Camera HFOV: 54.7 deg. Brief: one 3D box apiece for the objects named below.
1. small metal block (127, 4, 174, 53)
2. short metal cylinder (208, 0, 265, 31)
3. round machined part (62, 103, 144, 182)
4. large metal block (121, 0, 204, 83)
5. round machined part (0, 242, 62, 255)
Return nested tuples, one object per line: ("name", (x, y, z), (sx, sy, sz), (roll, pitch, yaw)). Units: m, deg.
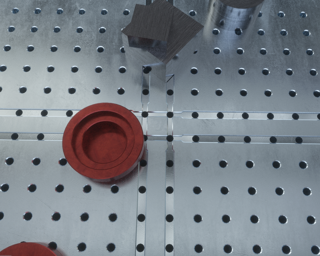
("small metal block", (-0.011, -0.131, 0.406), (0.050, 0.025, 0.050), (10, 70, 3))
("short metal cylinder", (0.116, -0.196, 0.471), (0.081, 0.050, 0.080), (0, 70, 0))
("round machined part", (-0.069, 0.020, 0.395), (0.099, 0.042, 0.098), (0, 70, 0))
("large metal block", (0.004, -0.127, 0.445), (0.080, 0.050, 0.080), (39, 74, 13))
("round machined part", (-0.152, 0.177, 0.337), (0.099, 0.042, 0.098), (0, 70, 0))
